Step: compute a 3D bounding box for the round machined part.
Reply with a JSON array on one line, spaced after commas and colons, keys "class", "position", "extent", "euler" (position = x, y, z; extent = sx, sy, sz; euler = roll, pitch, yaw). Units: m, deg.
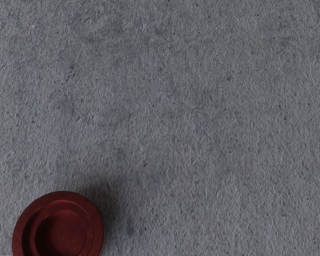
[{"class": "round machined part", "position": [-0.110, 0.124, 0.353], "extent": [0.099, 0.042, 0.098], "euler": [0, 70, 0]}]
